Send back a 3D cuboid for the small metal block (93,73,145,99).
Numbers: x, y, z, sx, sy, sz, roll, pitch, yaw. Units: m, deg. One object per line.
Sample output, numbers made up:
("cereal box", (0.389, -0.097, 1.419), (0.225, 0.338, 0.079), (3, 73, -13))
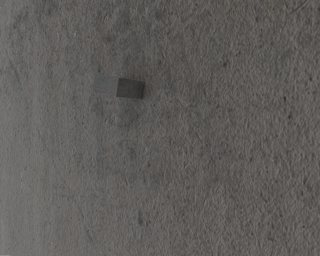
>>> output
("small metal block", (-0.058, -0.059, 0.438), (0.050, 0.050, 0.025), (16, 101, 39))
